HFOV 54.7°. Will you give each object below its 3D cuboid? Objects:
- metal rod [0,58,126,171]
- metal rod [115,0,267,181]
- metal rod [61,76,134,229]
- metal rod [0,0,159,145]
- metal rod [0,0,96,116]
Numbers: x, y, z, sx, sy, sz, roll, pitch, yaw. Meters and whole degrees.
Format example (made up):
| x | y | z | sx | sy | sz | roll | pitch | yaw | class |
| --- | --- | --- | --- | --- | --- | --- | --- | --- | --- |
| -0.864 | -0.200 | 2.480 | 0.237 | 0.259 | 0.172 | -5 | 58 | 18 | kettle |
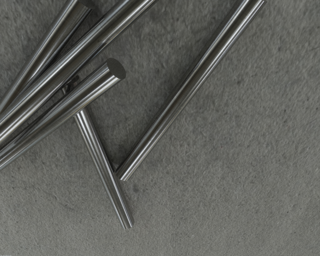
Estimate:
| x | y | z | sx | sy | sz | roll | pitch | yaw | class |
| --- | --- | --- | --- | --- | --- | --- | --- | --- | --- |
| -0.154 | 0.005 | 0.385 | 0.299 | 0.025 | 0.025 | -30 | 125 | 31 | metal rod |
| 0.019 | -0.030 | 0.381 | 0.025 | 0.025 | 0.298 | 23 | 126 | -19 | metal rod |
| -0.082 | 0.056 | 0.453 | 0.025 | 0.025 | 0.298 | -7 | 130 | 6 | metal rod |
| -0.103 | -0.062 | 0.332 | 0.300 | 0.025 | 0.025 | -36 | 122 | 19 | metal rod |
| -0.172 | -0.038 | 0.371 | 0.025 | 0.025 | 0.299 | 34 | 122 | -26 | metal rod |
